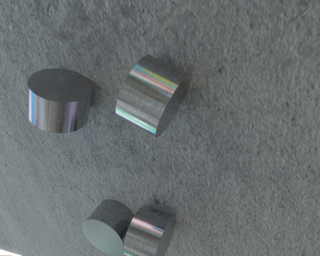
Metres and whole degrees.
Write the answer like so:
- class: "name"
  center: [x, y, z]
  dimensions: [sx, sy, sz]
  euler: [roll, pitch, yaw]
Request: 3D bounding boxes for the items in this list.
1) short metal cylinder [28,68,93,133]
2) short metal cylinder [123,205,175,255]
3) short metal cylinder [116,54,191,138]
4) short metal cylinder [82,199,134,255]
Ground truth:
- class: "short metal cylinder"
  center: [-0.134, -0.038, 0.417]
  dimensions: [0.080, 0.080, 0.050]
  euler: [27, 127, 11]
- class: "short metal cylinder"
  center: [-0.015, 0.167, 0.481]
  dimensions: [0.050, 0.080, 0.079]
  euler: [16, 125, 18]
- class: "short metal cylinder"
  center: [-0.007, -0.036, 0.351]
  dimensions: [0.050, 0.080, 0.079]
  euler: [29, 128, 10]
- class: "short metal cylinder"
  center: [-0.087, 0.172, 0.541]
  dimensions: [0.080, 0.050, 0.079]
  euler: [13, 124, 20]
